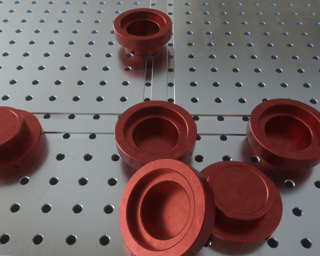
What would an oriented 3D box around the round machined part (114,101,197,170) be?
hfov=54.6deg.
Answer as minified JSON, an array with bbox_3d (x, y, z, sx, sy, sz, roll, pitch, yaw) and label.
[{"bbox_3d":[-0.005,0.015,0.385,0.099,0.042,0.098,0,50,0],"label":"round machined part"}]

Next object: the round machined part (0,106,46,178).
[{"bbox_3d":[-0.199,0.011,0.387,0.099,0.042,0.098,0,50,0],"label":"round machined part"}]

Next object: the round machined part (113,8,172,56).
[{"bbox_3d":[-0.028,-0.162,0.533,0.099,0.042,0.098,0,50,0],"label":"round machined part"}]

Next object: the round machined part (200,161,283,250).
[{"bbox_3d":[0.082,0.075,0.334,0.099,0.042,0.098,0,50,0],"label":"round machined part"}]

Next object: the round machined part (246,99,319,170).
[{"bbox_3d":[0.157,0.012,0.388,0.099,0.042,0.098,0,50,0],"label":"round machined part"}]

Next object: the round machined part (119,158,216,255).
[{"bbox_3d":[0.010,0.083,0.308,0.098,0.042,0.098,-15,61,29],"label":"round machined part"}]
